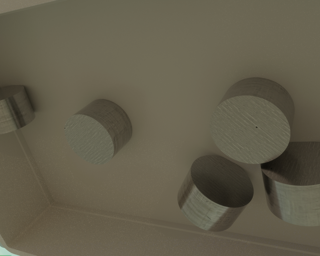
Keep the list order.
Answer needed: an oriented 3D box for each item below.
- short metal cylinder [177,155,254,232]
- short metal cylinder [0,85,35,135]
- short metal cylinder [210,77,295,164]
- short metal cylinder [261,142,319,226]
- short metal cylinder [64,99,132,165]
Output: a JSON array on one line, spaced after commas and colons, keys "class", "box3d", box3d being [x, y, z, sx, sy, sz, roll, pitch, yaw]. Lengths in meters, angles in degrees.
[{"class": "short metal cylinder", "box3d": [0.068, 0.080, 0.387, 0.080, 0.080, 0.050, 28, 128, 10]}, {"class": "short metal cylinder", "box3d": [-0.245, -0.029, 0.484, 0.080, 0.080, 0.050, 3, 120, 26]}, {"class": "short metal cylinder", "box3d": [0.100, -0.008, 0.335, 0.080, 0.050, 0.079, 13, 124, 21]}, {"class": "short metal cylinder", "box3d": [0.152, 0.056, 0.328, 0.080, 0.080, 0.050, -3, 117, 29]}, {"class": "short metal cylinder", "box3d": [-0.087, 0.005, 0.442, 0.080, 0.050, 0.079, 13, 124, 21]}]
